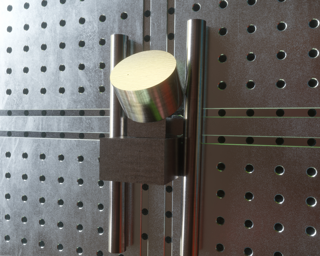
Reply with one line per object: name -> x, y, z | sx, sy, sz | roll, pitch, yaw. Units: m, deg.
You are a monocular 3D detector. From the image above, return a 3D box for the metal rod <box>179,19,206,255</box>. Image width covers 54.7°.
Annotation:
metal rod -> 0.042, 0.014, 0.398 | 0.025, 0.025, 0.298 | 2, 91, 20

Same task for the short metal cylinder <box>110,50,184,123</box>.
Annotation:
short metal cylinder -> -0.015, -0.052, 0.381 | 0.080, 0.050, 0.080 | -9, 44, 9

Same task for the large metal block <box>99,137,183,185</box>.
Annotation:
large metal block -> -0.019, 0.037, 0.388 | 0.080, 0.080, 0.050 | 1, 91, 20

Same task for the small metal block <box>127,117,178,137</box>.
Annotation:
small metal block -> -0.008, -0.001, 0.402 | 0.050, 0.050, 0.025 | 2, 91, 19

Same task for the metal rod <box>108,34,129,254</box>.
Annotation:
metal rod -> -0.058, 0.022, 0.433 | 0.025, 0.025, 0.298 | 1, 90, 20
